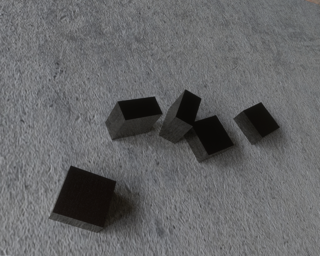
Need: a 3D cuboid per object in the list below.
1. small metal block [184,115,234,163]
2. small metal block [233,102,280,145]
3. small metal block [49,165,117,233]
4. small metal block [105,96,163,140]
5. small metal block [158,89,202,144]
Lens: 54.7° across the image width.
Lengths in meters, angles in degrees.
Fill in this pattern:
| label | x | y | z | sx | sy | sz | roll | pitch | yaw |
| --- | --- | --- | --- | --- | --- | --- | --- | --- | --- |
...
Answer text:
| label | x | y | z | sx | sy | sz | roll | pitch | yaw |
| --- | --- | --- | --- | --- | --- | --- | --- | --- | --- |
| small metal block | 0.066 | 0.014 | 0.430 | 0.050 | 0.025 | 0.050 | -17 | 71 | -35 |
| small metal block | 0.153 | -0.008 | 0.491 | 0.050 | 0.025 | 0.050 | -23 | 74 | -36 |
| small metal block | -0.078 | 0.073 | 0.317 | 0.050 | 0.025 | 0.050 | 23 | 53 | -15 |
| small metal block | -0.033 | -0.012 | 0.377 | 0.050 | 0.050 | 0.025 | -11 | 68 | -33 |
| small metal block | 0.026 | -0.015 | 0.411 | 0.025 | 0.050 | 0.050 | 29 | 52 | -10 |
